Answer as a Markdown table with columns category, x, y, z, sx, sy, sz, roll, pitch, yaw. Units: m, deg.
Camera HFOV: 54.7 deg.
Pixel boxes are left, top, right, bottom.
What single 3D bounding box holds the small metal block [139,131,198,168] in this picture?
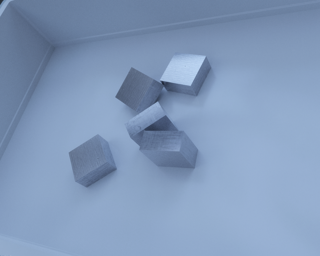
| category | x | y | z | sx | sy | sz | roll | pitch | yaw |
| --- | --- | --- | --- | --- | --- | --- | --- | --- | --- |
| small metal block | 0.012 | 0.026 | 0.367 | 0.050 | 0.050 | 0.025 | 0 | 62 | 28 |

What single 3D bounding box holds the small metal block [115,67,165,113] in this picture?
| category | x | y | z | sx | sy | sz | roll | pitch | yaw |
| --- | --- | --- | --- | --- | --- | --- | --- | --- | --- |
| small metal block | -0.030 | -0.052 | 0.443 | 0.050 | 0.025 | 0.050 | 35 | 98 | 38 |

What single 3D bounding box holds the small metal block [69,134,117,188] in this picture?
| category | x | y | z | sx | sy | sz | roll | pitch | yaw |
| --- | --- | --- | --- | --- | --- | --- | --- | --- | --- |
| small metal block | -0.093 | 0.045 | 0.425 | 0.050 | 0.025 | 0.050 | -32 | 52 | 7 |

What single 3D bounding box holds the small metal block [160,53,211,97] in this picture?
| category | x | y | z | sx | sy | sz | roll | pitch | yaw |
| --- | --- | --- | --- | --- | --- | --- | --- | --- | --- |
| small metal block | 0.036 | -0.075 | 0.432 | 0.050 | 0.025 | 0.050 | 16 | 70 | 34 |

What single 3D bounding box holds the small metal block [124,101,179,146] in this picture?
| category | x | y | z | sx | sy | sz | roll | pitch | yaw |
| --- | --- | --- | --- | --- | --- | --- | --- | --- | --- |
| small metal block | -0.008 | 0.001 | 0.392 | 0.050 | 0.050 | 0.025 | -33 | 52 | 6 |
